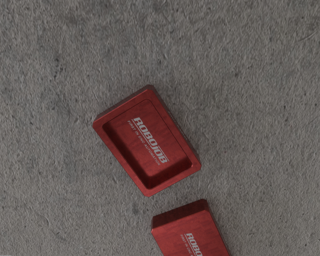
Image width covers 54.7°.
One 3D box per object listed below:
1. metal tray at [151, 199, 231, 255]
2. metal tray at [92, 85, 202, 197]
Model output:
[{"bbox_3d":[0.052,0.181,0.474,0.090,0.030,0.129,-22,109,8],"label":"metal tray"},{"bbox_3d":[-0.015,0.019,0.413,0.090,0.030,0.130,-31,108,10],"label":"metal tray"}]
